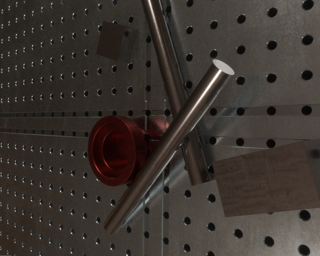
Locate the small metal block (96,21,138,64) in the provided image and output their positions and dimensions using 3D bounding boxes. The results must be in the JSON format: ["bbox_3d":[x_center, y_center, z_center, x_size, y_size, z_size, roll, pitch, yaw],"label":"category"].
[{"bbox_3d":[-0.065,-0.127,0.460,0.050,0.025,0.050,25,105,37],"label":"small metal block"}]

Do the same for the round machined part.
[{"bbox_3d":[-0.055,0.031,0.442,0.098,0.042,0.097,0,90,39],"label":"round machined part"}]

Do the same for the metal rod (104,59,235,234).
[{"bbox_3d":[-0.005,0.045,0.386,0.025,0.025,0.298,52,128,27],"label":"metal rod"}]

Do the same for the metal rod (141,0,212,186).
[{"bbox_3d":[0.012,-0.076,0.397,0.025,0.025,0.299,-24,75,37],"label":"metal rod"}]

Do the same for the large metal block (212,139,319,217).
[{"bbox_3d":[0.108,0.044,0.284,0.080,0.081,0.050,-20,78,38],"label":"large metal block"}]
